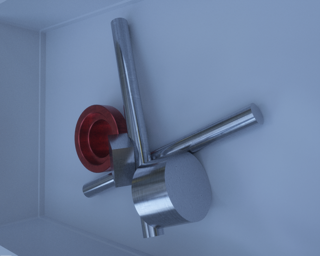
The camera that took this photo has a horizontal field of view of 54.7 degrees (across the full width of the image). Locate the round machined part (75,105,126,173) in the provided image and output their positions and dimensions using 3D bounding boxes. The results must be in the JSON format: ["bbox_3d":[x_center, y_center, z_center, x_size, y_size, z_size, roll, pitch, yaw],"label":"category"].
[{"bbox_3d":[-0.079,0.015,0.457,0.098,0.042,0.097,0,90,39],"label":"round machined part"}]

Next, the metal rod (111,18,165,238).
[{"bbox_3d":[-0.033,-0.013,0.407,0.025,0.025,0.299,-24,68,37],"label":"metal rod"}]

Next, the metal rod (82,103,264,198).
[{"bbox_3d":[-0.006,0.042,0.408,0.299,0.025,0.025,-28,73,36],"label":"metal rod"}]

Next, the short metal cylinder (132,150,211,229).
[{"bbox_3d":[0.014,0.071,0.356,0.050,0.081,0.080,-25,75,37],"label":"short metal cylinder"}]

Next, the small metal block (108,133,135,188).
[{"bbox_3d":[-0.048,0.039,0.389,0.050,0.025,0.050,-130,36,-66],"label":"small metal block"}]
